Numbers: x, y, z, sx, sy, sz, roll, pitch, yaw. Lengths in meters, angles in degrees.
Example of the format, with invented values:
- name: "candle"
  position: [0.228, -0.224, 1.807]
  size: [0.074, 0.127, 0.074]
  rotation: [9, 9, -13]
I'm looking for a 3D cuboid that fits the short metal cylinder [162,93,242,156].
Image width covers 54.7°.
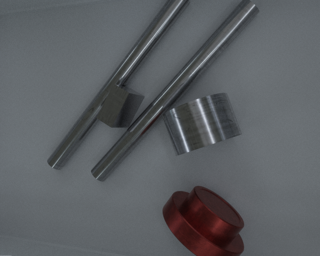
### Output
- name: "short metal cylinder"
  position: [0.049, -0.003, 0.364]
  size: [0.080, 0.080, 0.050]
  rotation: [-20, 84, 18]

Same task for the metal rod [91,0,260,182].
- name: "metal rod"
  position: [0.011, -0.040, 0.405]
  size: [0.025, 0.025, 0.299]
  rotation: [46, 104, 14]

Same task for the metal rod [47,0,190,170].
- name: "metal rod"
  position: [-0.064, -0.058, 0.431]
  size: [0.025, 0.025, 0.299]
  rotation: [43, 103, 14]

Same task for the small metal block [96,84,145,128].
- name: "small metal block"
  position: [-0.051, -0.028, 0.414]
  size: [0.025, 0.050, 0.050]
  rotation: [32, 100, 17]

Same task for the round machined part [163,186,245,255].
- name: "round machined part"
  position: [0.055, 0.104, 0.352]
  size: [0.098, 0.098, 0.042]
  rotation: [37, 102, 16]
